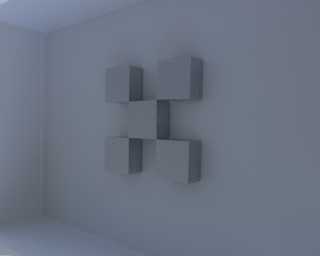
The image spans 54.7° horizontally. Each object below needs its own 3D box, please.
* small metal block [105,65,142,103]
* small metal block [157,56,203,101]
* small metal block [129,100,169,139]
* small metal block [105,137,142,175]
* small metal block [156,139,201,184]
[{"bbox_3d":[-0.053,-0.062,0.448,0.050,0.025,0.050,2,92,40],"label":"small metal block"},{"bbox_3d":[0.024,-0.060,0.384,0.050,0.025,0.050,3,92,40],"label":"small metal block"},{"bbox_3d":[-0.015,-0.011,0.417,0.050,0.025,0.050,1,91,40],"label":"small metal block"},{"bbox_3d":[-0.054,0.038,0.449,0.050,0.025,0.050,1,91,40],"label":"small metal block"},{"bbox_3d":[0.022,0.040,0.386,0.050,0.025,0.050,2,91,40],"label":"small metal block"}]
